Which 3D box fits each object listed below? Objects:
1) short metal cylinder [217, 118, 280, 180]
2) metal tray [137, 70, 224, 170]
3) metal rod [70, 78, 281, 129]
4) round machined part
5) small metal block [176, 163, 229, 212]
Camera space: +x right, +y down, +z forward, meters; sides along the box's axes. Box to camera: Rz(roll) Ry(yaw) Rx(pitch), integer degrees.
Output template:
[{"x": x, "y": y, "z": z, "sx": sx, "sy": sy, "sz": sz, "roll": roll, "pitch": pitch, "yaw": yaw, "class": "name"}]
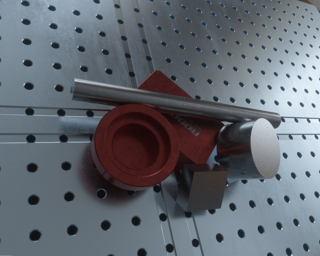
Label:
[{"x": 0.122, "y": 0.030, "z": 0.422, "sx": 0.081, "sy": 0.050, "sz": 0.080, "roll": 12, "pitch": 73, "yaw": -43, "class": "short metal cylinder"}, {"x": 0.018, "y": -0.010, "z": 0.424, "sx": 0.130, "sy": 0.030, "sz": 0.090, "roll": 40, "pitch": 51, "yaw": -2, "class": "metal tray"}, {"x": 0.039, "y": -0.027, "z": 0.407, "sx": 0.302, "sy": 0.025, "sz": 0.025, "roll": 7, "pitch": 59, "yaw": -25, "class": "metal rod"}, {"x": -0.031, "y": 0.025, "z": 0.361, "sx": 0.099, "sy": 0.042, "sz": 0.098, "roll": 9, "pitch": 65, "yaw": -19, "class": "round machined part"}, {"x": 0.051, "y": 0.071, "z": 0.377, "sx": 0.050, "sy": 0.025, "sz": 0.050, "roll": 3, "pitch": 104, "yaw": -28, "class": "small metal block"}]
